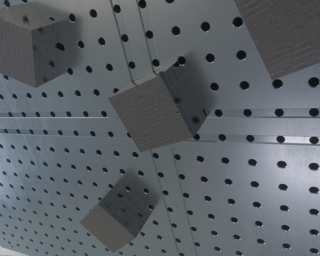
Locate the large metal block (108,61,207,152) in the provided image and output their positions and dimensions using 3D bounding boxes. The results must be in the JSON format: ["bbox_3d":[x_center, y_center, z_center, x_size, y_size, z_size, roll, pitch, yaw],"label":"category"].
[{"bbox_3d":[-0.002,-0.024,0.382,0.080,0.050,0.080,-18,109,35],"label":"large metal block"}]

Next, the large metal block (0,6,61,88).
[{"bbox_3d":[-0.187,-0.112,0.425,0.080,0.050,0.079,22,127,15],"label":"large metal block"}]

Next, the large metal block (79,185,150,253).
[{"bbox_3d":[-0.079,0.158,0.535,0.080,0.050,0.080,43,129,-1],"label":"large metal block"}]

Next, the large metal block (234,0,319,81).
[{"bbox_3d":[0.123,-0.099,0.269,0.080,0.050,0.080,-20,108,36],"label":"large metal block"}]
